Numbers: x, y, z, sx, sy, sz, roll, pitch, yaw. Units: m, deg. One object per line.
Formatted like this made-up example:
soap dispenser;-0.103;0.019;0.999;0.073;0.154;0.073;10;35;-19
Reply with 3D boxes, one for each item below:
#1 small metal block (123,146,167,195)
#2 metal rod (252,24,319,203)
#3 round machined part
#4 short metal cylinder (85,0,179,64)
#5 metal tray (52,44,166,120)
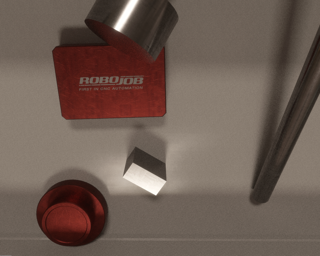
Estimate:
small metal block;-0.020;0.057;0.419;0.050;0.050;0.025;31;107;-11
metal rod;0.152;-0.010;0.351;0.025;0.025;0.298;2;133;-1
round machined part;-0.127;0.127;0.442;0.099;0.042;0.097;0;104;0
short metal cylinder;-0.028;-0.109;0.317;0.080;0.080;0.050;29;88;-11
metal tray;-0.059;-0.059;0.386;0.131;0.030;0.089;-2;110;0
